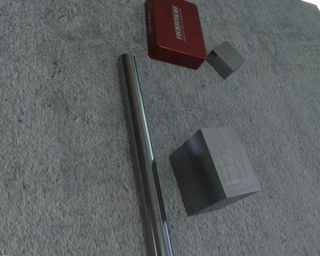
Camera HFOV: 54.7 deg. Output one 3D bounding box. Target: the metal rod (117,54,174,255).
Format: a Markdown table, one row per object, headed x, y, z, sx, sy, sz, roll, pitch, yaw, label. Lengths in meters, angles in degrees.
| x | y | z | sx | sy | sz | roll | pitch | yaw | label |
| --- | --- | --- | --- | --- | --- | --- | --- | --- | --- |
| -0.020 | 0.035 | 0.373 | 0.025 | 0.025 | 0.299 | 2 | 61 | -28 | metal rod |

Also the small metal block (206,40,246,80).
| x | y | z | sx | sy | sz | roll | pitch | yaw | label |
| --- | --- | --- | --- | --- | --- | --- | --- | --- | --- |
| 0.115 | -0.119 | 0.541 | 0.050 | 0.025 | 0.050 | 47 | 51 | 4 | small metal block |

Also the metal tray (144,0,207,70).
| x | y | z | sx | sy | sz | roll | pitch | yaw | label |
| --- | --- | --- | --- | --- | --- | --- | --- | --- | --- |
| 0.024 | -0.164 | 0.516 | 0.091 | 0.030 | 0.130 | 9 | 58 | -24 | metal tray |

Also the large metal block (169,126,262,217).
| x | y | z | sx | sy | sz | roll | pitch | yaw | label |
| --- | --- | --- | --- | --- | --- | --- | --- | --- | --- |
| 0.061 | 0.053 | 0.371 | 0.050 | 0.080 | 0.080 | -4 | 64 | -30 | large metal block |
